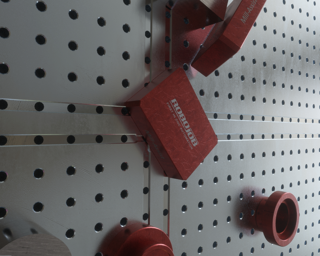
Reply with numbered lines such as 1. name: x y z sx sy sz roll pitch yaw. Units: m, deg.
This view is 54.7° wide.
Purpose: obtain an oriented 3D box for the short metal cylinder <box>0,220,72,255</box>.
1. short metal cylinder: -0.129 0.132 0.285 0.081 0.050 0.079 0 90 -40

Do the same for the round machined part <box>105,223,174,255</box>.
1. round machined part: -0.019 0.172 0.383 0.099 0.042 0.097 0 90 -40

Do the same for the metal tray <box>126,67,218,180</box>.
1. metal tray: 0.022 -0.005 0.424 0.090 0.030 0.130 -44 117 -31

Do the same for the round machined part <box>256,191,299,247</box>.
1. round machined part: 0.217 0.167 0.581 0.099 0.042 0.097 0 90 -40

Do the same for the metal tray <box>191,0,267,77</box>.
1. metal tray: 0.102 -0.144 0.448 0.030 0.090 0.130 35 67 -9

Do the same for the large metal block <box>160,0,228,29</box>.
1. large metal block: 0.054 -0.201 0.437 0.080 0.050 0.080 23 75 -38
